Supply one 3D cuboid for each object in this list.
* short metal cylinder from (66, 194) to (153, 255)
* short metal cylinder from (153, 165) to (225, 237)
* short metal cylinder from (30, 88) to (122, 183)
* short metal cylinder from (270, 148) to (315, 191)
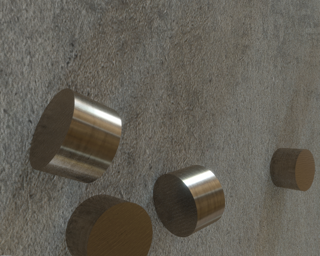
[{"bbox_3d":[-0.055,0.118,0.342,0.081,0.050,0.080,0,90,-40],"label":"short metal cylinder"},{"bbox_3d":[0.036,0.092,0.399,0.050,0.080,0.079,-11,97,-40],"label":"short metal cylinder"},{"bbox_3d":[-0.082,0.008,0.300,0.050,0.080,0.080,26,74,-37],"label":"short metal cylinder"},{"bbox_3d":[0.260,0.080,0.606,0.081,0.050,0.080,0,90,-40],"label":"short metal cylinder"}]
